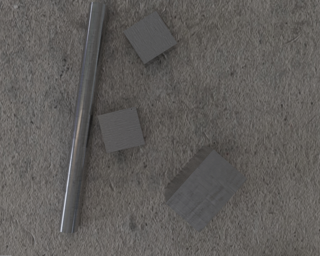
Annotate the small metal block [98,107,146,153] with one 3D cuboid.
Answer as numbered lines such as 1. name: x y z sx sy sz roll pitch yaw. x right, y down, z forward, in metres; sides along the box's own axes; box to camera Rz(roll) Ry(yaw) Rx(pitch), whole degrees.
1. small metal block: -0.050 0.002 0.410 0.050 0.025 0.050 -14 90 0

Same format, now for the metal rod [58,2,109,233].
1. metal rod: -0.101 -0.013 0.409 0.025 0.025 0.298 8 90 0

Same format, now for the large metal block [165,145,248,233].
1. large metal block: 0.052 0.070 0.383 0.050 0.080 0.080 42 90 0

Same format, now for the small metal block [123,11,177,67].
1. small metal block: -0.013 -0.116 0.410 0.050 0.025 0.050 -33 90 0
